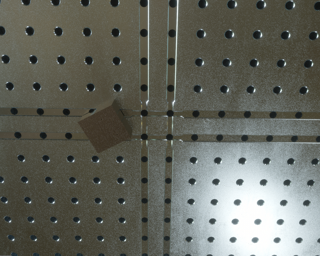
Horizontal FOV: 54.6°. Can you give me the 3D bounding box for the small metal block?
[{"bbox_3d":[-0.072,-0.002,0.412,0.050,0.025,0.050,-26,108,9],"label":"small metal block"}]
